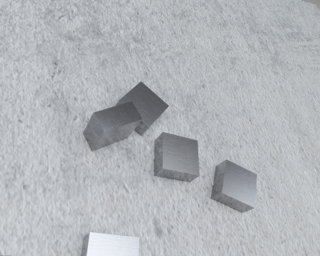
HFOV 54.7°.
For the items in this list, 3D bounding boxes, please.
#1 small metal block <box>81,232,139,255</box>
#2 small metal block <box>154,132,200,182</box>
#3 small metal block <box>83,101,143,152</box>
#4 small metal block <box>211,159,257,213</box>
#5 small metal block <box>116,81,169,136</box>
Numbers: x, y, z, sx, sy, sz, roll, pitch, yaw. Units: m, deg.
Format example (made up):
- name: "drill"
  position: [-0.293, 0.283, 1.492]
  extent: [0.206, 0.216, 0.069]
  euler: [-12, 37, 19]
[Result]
- name: "small metal block"
  position: [-0.049, 0.131, 0.298]
  extent: [0.050, 0.025, 0.050]
  euler: [14, 56, -21]
- name: "small metal block"
  position: [0.021, 0.038, 0.394]
  extent: [0.050, 0.025, 0.050]
  euler: [14, 56, -21]
- name: "small metal block"
  position: [-0.056, -0.002, 0.360]
  extent: [0.050, 0.050, 0.025]
  euler: [-21, 73, -36]
- name: "small metal block"
  position: [0.099, 0.078, 0.412]
  extent: [0.050, 0.025, 0.050]
  euler: [27, 52, -12]
- name: "small metal block"
  position: [-0.025, -0.026, 0.408]
  extent: [0.050, 0.025, 0.050]
  euler: [42, 51, 0]
